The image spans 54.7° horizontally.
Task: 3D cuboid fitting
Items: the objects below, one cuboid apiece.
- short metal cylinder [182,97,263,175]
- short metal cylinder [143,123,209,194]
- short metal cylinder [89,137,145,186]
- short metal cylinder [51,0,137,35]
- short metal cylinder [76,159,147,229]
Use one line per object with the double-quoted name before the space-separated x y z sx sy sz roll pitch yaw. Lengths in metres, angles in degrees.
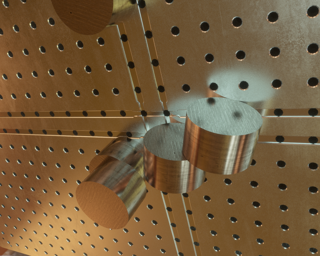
"short metal cylinder" 0.067 0.006 0.344 0.080 0.080 0.050 16 125 19
"short metal cylinder" 0.020 0.036 0.387 0.080 0.080 0.050 15 125 20
"short metal cylinder" -0.057 0.060 0.463 0.080 0.050 0.079 13 124 21
"short metal cylinder" -0.073 -0.149 0.341 0.080 0.050 0.079 13 124 20
"short metal cylinder" -0.065 0.089 0.420 0.080 0.050 0.079 13 124 21
